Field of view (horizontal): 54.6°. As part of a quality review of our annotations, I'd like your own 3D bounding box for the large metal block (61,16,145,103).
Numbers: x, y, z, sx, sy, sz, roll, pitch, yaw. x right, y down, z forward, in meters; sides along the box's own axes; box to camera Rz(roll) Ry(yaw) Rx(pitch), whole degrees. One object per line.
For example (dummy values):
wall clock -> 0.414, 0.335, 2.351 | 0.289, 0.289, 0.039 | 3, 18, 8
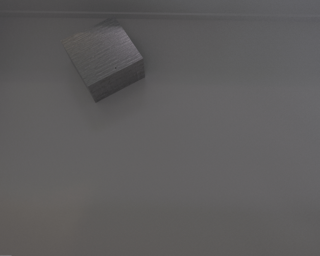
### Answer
large metal block -> -0.077, -0.095, 0.431 | 0.080, 0.050, 0.080 | -30, 73, -10
